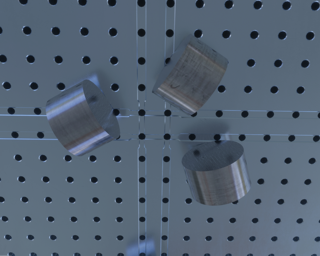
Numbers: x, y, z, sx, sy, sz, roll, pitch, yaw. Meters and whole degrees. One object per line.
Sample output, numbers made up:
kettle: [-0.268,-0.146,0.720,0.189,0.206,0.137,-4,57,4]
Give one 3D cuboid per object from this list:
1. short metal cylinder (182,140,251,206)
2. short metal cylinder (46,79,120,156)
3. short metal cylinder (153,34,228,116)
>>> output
short metal cylinder: [0.074,0.056,0.406,0.080,0.080,0.050,-15,110,5]
short metal cylinder: [-0.092,-0.012,0.378,0.050,0.080,0.080,-27,108,9]
short metal cylinder: [0.034,-0.062,0.362,0.050,0.080,0.080,32,107,-11]
